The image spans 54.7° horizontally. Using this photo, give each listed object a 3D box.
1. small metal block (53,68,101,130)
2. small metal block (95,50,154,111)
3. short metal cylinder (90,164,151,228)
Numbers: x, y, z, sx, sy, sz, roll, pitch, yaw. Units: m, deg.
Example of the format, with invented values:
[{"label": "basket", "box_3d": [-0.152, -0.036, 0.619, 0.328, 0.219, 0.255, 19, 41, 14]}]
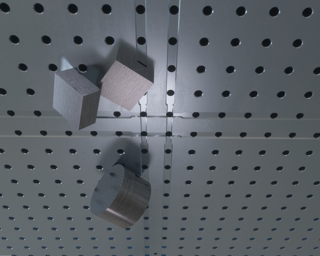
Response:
[{"label": "small metal block", "box_3d": [-0.099, -0.034, 0.364, 0.050, 0.025, 0.050, 38, 132, 22]}, {"label": "small metal block", "box_3d": [-0.042, -0.055, 0.365, 0.050, 0.025, 0.050, 29, 124, -23]}, {"label": "short metal cylinder", "box_3d": [-0.059, 0.101, 0.461, 0.050, 0.080, 0.080, 36, 121, -26]}]
